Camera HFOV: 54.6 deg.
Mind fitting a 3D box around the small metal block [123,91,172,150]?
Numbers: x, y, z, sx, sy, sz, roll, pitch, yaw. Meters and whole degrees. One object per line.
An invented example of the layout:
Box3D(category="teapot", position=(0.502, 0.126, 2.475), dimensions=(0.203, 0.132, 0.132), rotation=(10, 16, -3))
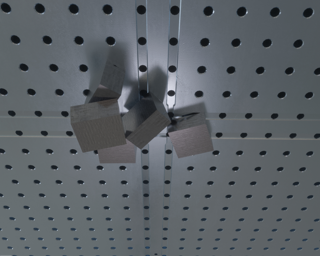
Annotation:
Box3D(category="small metal block", position=(-0.018, -0.010, 0.379), dimensions=(0.050, 0.050, 0.025), rotation=(-42, 121, 13))

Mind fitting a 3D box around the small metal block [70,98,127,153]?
Box3D(category="small metal block", position=(-0.067, -0.002, 0.342), dimensions=(0.050, 0.025, 0.050), rotation=(-11, 139, -5))

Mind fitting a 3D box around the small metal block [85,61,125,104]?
Box3D(category="small metal block", position=(-0.066, -0.041, 0.360), dimensions=(0.025, 0.050, 0.050), rotation=(27, 125, -20))

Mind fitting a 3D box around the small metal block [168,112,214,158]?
Box3D(category="small metal block", position=(0.042, 0.011, 0.421), dimensions=(0.050, 0.025, 0.050), rotation=(-14, 129, 11))

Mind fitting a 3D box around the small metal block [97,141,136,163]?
Box3D(category="small metal block", position=(-0.060, 0.023, 0.430), dimensions=(0.050, 0.025, 0.050), rotation=(0, 130, 0))
